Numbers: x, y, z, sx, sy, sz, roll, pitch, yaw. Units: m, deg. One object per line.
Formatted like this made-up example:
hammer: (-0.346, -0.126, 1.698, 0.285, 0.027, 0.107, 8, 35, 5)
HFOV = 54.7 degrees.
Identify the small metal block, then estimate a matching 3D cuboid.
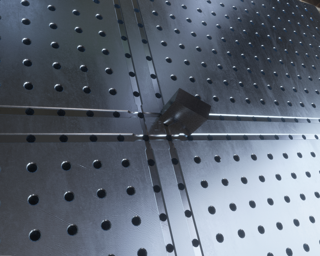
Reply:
small metal block: (0.033, -0.020, 0.424, 0.050, 0.050, 0.025, 28, 52, -11)
